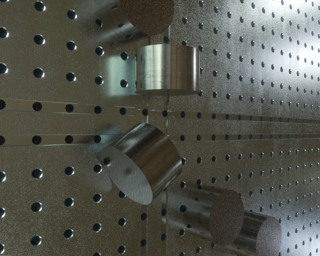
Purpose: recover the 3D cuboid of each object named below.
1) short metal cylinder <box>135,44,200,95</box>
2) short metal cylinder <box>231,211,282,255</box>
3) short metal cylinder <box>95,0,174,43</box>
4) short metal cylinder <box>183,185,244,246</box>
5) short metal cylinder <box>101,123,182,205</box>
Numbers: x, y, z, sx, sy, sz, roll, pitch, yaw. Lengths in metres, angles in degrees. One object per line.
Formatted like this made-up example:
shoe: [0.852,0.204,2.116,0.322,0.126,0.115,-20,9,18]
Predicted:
short metal cylinder: [0.009,-0.068,0.383,0.081,0.080,0.050,0,90,-40]
short metal cylinder: [0.167,0.189,0.537,0.081,0.050,0.079,0,90,-40]
short metal cylinder: [-0.030,-0.146,0.369,0.081,0.050,0.079,0,90,-40]
short metal cylinder: [0.081,0.129,0.464,0.081,0.050,0.079,0,90,-40]
short metal cylinder: [-0.022,0.041,0.357,0.050,0.080,0.080,-38,114,-34]
